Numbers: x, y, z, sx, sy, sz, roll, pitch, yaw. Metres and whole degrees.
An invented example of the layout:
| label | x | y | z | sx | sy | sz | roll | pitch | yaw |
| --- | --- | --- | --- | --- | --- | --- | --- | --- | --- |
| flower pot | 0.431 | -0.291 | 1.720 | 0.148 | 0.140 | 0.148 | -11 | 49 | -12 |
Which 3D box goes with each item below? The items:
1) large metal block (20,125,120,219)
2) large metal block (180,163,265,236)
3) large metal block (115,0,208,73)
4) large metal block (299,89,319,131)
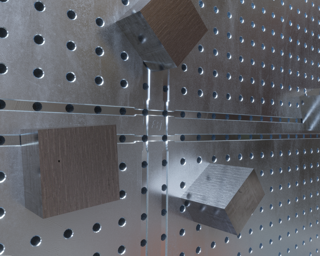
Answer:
| label | x | y | z | sx | sy | sz | roll | pitch | yaw |
| --- | --- | --- | --- | --- | --- | --- | --- | --- | --- |
| large metal block | -0.091 | 0.038 | 0.318 | 0.081 | 0.050 | 0.079 | -5 | 93 | -40 |
| large metal block | 0.092 | 0.100 | 0.453 | 0.080 | 0.080 | 0.050 | -43 | 116 | -32 |
| large metal block | 0.005 | -0.131 | 0.399 | 0.080 | 0.050 | 0.080 | 52 | 59 | -28 |
| large metal block | 0.365 | -0.044 | 0.704 | 0.081 | 0.050 | 0.079 | -22 | 104 | -38 |
